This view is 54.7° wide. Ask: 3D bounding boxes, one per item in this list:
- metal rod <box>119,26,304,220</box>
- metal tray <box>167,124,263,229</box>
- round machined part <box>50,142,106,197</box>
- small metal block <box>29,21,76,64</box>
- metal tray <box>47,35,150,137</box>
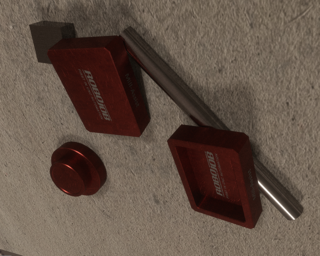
[{"bbox_3d":[0.062,-0.002,0.371,0.300,0.025,0.025,46,129,-4],"label":"metal rod"},{"bbox_3d":[0.069,0.060,0.379,0.090,0.030,0.129,8,132,37],"label":"metal tray"},{"bbox_3d":[-0.142,0.075,0.515,0.098,0.042,0.097,13,124,20],"label":"round machined part"},{"bbox_3d":[-0.138,-0.112,0.408,0.050,0.025,0.050,12,123,21],"label":"small metal block"},{"bbox_3d":[-0.073,-0.049,0.392,0.090,0.030,0.129,5,133,26],"label":"metal tray"}]
